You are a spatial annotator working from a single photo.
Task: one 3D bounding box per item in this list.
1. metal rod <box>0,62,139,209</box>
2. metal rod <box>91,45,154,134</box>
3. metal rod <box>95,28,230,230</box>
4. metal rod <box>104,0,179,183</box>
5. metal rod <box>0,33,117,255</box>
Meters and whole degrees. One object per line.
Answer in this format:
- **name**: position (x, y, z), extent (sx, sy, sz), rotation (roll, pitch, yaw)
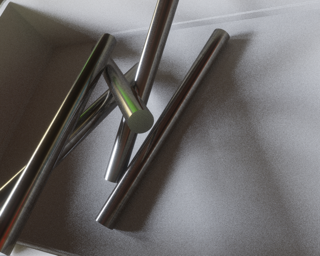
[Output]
- **metal rod**: position (-0.098, 0.001, 0.380), extent (0.025, 0.025, 0.301), rotation (7, 41, 31)
- **metal rod**: position (-0.063, -0.071, 0.418), extent (0.025, 0.025, 0.300), rotation (-38, 32, 2)
- **metal rod**: position (0.010, -0.009, 0.404), extent (0.025, 0.025, 0.300), rotation (22, 73, 36)
- **metal rod**: position (-0.015, -0.075, 0.385), extent (0.025, 0.025, 0.298), rotation (21, 96, 35)
- **metal rod**: position (-0.106, -0.010, 0.349), extent (0.025, 0.025, 0.300), rotation (-5, 47, 25)
